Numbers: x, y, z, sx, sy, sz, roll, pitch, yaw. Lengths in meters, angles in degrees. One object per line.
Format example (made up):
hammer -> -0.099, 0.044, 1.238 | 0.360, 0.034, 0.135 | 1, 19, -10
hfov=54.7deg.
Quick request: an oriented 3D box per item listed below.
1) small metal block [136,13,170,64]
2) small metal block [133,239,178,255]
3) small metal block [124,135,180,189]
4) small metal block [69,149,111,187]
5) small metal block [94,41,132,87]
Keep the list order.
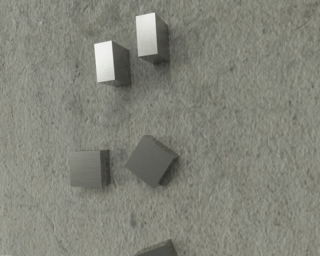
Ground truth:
small metal block -> -0.008, -0.113, 0.398 | 0.025, 0.050, 0.050 | -4, 89, 20
small metal block -> -0.001, 0.182, 0.409 | 0.050, 0.025, 0.050 | -27, 81, 17
small metal block -> -0.011, 0.044, 0.412 | 0.050, 0.025, 0.050 | 35, 101, 16
small metal block -> -0.100, 0.057, 0.443 | 0.050, 0.025, 0.050 | -3, 89, 19
small metal block -> -0.062, -0.084, 0.416 | 0.025, 0.050, 0.050 | -6, 88, 20
